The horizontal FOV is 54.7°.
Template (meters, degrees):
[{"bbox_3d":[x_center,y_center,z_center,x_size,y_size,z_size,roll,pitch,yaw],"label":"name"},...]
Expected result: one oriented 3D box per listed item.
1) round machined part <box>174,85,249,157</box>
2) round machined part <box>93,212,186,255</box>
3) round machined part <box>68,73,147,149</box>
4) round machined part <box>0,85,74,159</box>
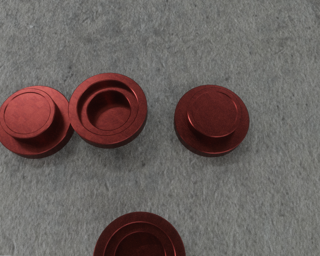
[{"bbox_3d":[0.068,-0.014,0.405,0.099,0.042,0.098,0,70,-1],"label":"round machined part"},{"bbox_3d":[-0.022,0.145,0.346,0.099,0.042,0.098,0,70,-1],"label":"round machined part"},{"bbox_3d":[-0.065,-0.020,0.405,0.099,0.042,0.098,0,70,-1],"label":"round machined part"},{"bbox_3d":[-0.164,-0.012,0.402,0.099,0.042,0.098,0,70,-1],"label":"round machined part"}]
